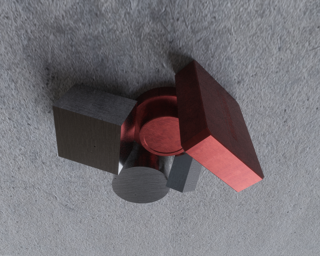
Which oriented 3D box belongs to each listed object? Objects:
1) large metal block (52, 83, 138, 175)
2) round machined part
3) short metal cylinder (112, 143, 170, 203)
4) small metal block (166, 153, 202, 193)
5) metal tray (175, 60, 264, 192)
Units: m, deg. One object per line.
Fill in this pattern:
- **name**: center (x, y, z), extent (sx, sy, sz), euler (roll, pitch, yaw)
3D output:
- **large metal block**: center (-0.077, 0.002, 0.376), extent (0.080, 0.050, 0.079), euler (16, 130, 8)
- **round machined part**: center (0.008, -0.002, 0.397), extent (0.099, 0.042, 0.097), euler (-1, 130, 0)
- **short metal cylinder**: center (-0.026, 0.064, 0.447), extent (0.081, 0.050, 0.079), euler (0, 130, 0)
- **small metal block**: center (0.036, 0.060, 0.430), extent (0.025, 0.050, 0.050), euler (17, 180, 26)
- **metal tray**: center (0.060, -0.007, 0.333), extent (0.030, 0.130, 0.090), euler (-37, 121, 26)
